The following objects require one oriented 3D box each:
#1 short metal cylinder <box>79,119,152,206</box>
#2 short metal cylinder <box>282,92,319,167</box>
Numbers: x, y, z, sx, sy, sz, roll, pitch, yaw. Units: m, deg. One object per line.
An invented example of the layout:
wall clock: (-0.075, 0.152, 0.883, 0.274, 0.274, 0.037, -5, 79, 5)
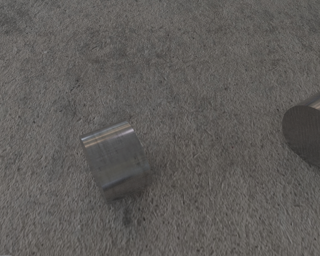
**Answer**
short metal cylinder: (-0.049, 0.037, 0.336, 0.050, 0.080, 0.080, -22, 54, -17)
short metal cylinder: (0.196, 0.000, 0.369, 0.050, 0.080, 0.080, -27, 55, -21)
